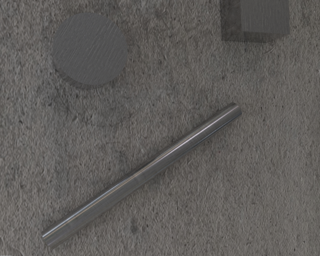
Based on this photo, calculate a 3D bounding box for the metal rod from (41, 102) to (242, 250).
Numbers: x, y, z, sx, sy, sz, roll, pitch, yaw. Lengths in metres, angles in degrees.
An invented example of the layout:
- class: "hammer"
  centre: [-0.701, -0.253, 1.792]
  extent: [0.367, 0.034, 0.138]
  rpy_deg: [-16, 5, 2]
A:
- class: "metal rod"
  centre: [-0.011, 0.052, 0.405]
  extent: [0.302, 0.025, 0.025]
  rpy_deg: [-33, 101, -17]

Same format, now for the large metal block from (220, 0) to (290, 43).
- class: "large metal block"
  centre: [0.135, -0.170, 0.446]
  extent: [0.081, 0.050, 0.079]
  rpy_deg: [-3, 91, -20]

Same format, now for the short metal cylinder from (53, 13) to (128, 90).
- class: "short metal cylinder"
  centre: [-0.084, -0.088, 0.365]
  extent: [0.081, 0.050, 0.080]
  rpy_deg: [0, 90, -20]
